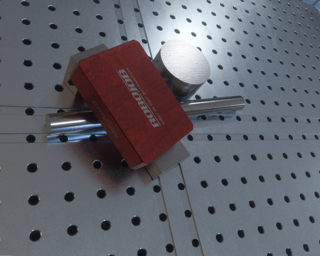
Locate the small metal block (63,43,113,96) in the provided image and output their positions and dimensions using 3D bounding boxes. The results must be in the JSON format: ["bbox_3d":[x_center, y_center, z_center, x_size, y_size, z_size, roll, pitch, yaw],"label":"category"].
[{"bbox_3d":[-0.089,-0.073,0.389,0.025,0.050,0.050,49,51,6],"label":"small metal block"}]

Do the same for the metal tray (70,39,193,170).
[{"bbox_3d":[-0.029,-0.030,0.359,0.091,0.030,0.130,-35,93,-38],"label":"metal tray"}]

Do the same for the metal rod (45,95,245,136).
[{"bbox_3d":[0.002,-0.022,0.425,0.303,0.025,0.025,-8,66,-32],"label":"metal rod"}]

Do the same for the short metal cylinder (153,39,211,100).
[{"bbox_3d":[0.027,-0.083,0.458,0.081,0.050,0.080,14,56,-21],"label":"short metal cylinder"}]

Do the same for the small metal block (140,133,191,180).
[{"bbox_3d":[0.002,0.029,0.391,0.050,0.025,0.050,-26,76,-37],"label":"small metal block"}]
